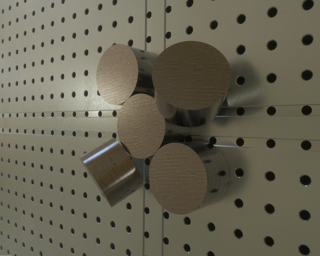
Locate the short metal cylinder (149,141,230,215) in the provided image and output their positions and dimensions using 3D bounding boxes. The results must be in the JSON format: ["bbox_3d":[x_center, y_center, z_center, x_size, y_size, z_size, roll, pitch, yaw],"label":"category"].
[{"bbox_3d":[0.034,0.056,0.363,0.080,0.050,0.079,0,90,39],"label":"short metal cylinder"}]

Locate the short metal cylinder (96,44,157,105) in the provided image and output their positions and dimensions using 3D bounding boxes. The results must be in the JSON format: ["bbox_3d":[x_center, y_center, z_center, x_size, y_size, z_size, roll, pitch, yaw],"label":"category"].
[{"bbox_3d":[-0.042,-0.070,0.425,0.080,0.050,0.079,0,90,39],"label":"short metal cylinder"}]

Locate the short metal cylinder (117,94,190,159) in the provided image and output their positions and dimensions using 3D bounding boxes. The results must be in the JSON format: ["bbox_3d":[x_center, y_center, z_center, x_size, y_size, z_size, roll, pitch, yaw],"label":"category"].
[{"bbox_3d":[-0.009,-0.002,0.398,0.080,0.050,0.079,0,90,39],"label":"short metal cylinder"}]

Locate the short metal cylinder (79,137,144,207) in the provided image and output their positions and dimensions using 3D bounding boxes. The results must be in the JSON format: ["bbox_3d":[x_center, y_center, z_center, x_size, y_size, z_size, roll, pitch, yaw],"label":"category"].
[{"bbox_3d":[-0.066,0.059,0.418,0.080,0.050,0.080,50,161,25],"label":"short metal cylinder"}]

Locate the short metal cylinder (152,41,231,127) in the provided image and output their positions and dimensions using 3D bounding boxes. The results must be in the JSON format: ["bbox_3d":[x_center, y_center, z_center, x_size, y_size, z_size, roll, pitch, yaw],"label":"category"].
[{"bbox_3d":[0.033,-0.047,0.338,0.080,0.050,0.080,-1,70,2],"label":"short metal cylinder"}]
